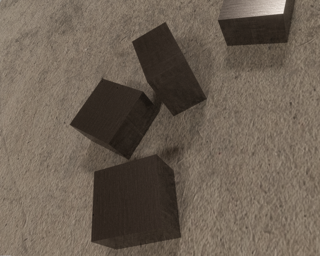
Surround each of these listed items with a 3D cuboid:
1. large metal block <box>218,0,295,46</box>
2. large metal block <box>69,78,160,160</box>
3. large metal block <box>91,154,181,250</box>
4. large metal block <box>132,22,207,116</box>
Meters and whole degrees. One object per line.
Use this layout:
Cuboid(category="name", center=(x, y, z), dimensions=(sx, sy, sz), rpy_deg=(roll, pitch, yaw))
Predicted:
Cuboid(category="large metal block", center=(0.132, -0.160, 0.416), dimensions=(0.080, 0.050, 0.080), rpy_deg=(5, 64, 30))
Cuboid(category="large metal block", center=(-0.062, -0.014, 0.427), dimensions=(0.080, 0.050, 0.080), rpy_deg=(22, 73, 35))
Cuboid(category="large metal block", center=(-0.027, 0.085, 0.349), dimensions=(0.080, 0.050, 0.080), rpy_deg=(-17, 55, 18))
Cuboid(category="large metal block", center=(0.013, -0.076, 0.407), dimensions=(0.050, 0.080, 0.080), rpy_deg=(-28, 52, 10))
